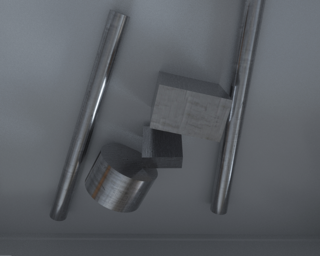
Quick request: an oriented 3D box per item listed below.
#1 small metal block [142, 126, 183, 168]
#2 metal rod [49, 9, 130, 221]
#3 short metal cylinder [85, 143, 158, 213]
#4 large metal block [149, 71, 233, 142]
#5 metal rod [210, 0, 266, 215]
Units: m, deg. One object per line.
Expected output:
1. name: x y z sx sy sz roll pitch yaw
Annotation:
1. small metal block: 0.003 0.025 0.404 0.050 0.050 0.025 0 140 -1
2. metal rod: -0.098 -0.003 0.408 0.025 0.025 0.298 19 109 -7
3. short metal cylinder: -0.050 0.063 0.405 0.080 0.080 0.050 26 108 -10
4. large metal block: 0.033 -0.029 0.372 0.081 0.080 0.050 12 110 -5
5. metal rod: 0.098 -0.019 0.405 0.025 0.025 0.298 4 110 -2
